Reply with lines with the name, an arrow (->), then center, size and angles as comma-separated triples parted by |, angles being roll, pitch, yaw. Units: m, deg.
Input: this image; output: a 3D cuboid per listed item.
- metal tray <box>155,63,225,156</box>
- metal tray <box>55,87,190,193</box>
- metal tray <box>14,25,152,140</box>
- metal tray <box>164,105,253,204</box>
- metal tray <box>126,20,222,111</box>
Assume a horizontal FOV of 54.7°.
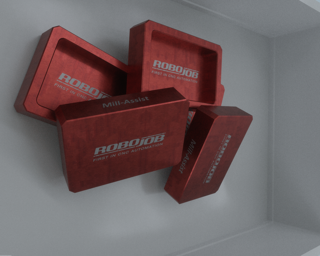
metal tray -> 0.041, -0.016, 0.437 | 0.090, 0.030, 0.130 | 25, 74, -38
metal tray -> -0.037, 0.011, 0.328 | 0.131, 0.030, 0.089 | -12, 128, -24
metal tray -> -0.075, -0.037, 0.338 | 0.131, 0.030, 0.090 | 25, 74, -38
metal tray -> 0.066, 0.035, 0.417 | 0.091, 0.030, 0.129 | -2, 120, -46
metal tray -> 0.023, -0.069, 0.382 | 0.131, 0.030, 0.089 | 5, 87, -40
